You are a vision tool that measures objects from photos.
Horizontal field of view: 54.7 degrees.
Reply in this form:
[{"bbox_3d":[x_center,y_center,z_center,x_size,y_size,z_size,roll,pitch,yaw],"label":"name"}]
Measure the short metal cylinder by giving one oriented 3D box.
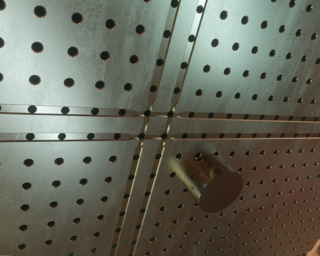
[{"bbox_3d":[0.085,0.088,0.496,0.081,0.050,0.079,-14,124,-21],"label":"short metal cylinder"}]
